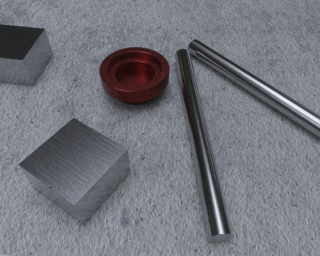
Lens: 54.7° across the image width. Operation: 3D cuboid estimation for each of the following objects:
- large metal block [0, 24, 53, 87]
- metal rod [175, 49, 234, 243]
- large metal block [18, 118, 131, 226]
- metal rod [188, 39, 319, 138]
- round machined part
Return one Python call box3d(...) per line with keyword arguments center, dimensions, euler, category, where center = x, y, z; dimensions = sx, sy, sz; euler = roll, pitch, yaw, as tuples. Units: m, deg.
box3d(center=(-0.225, -0.114, 0.480), dimensions=(0.080, 0.050, 0.080), euler=(7, 50, 5), category="large metal block")
box3d(center=(0.049, -0.004, 0.406), dimensions=(0.025, 0.025, 0.300), euler=(-3, 50, -3), category="metal rod")
box3d(center=(-0.091, 0.046, 0.347), dimensions=(0.080, 0.050, 0.080), euler=(28, 55, 21), category="large metal block")
box3d(center=(0.154, -0.050, 0.447), dimensions=(0.025, 0.025, 0.300), euler=(-34, 58, -25), category="metal rod")
box3d(center=(-0.036, -0.072, 0.452), dimensions=(0.099, 0.042, 0.098), euler=(0, 50, 0), category="round machined part")
